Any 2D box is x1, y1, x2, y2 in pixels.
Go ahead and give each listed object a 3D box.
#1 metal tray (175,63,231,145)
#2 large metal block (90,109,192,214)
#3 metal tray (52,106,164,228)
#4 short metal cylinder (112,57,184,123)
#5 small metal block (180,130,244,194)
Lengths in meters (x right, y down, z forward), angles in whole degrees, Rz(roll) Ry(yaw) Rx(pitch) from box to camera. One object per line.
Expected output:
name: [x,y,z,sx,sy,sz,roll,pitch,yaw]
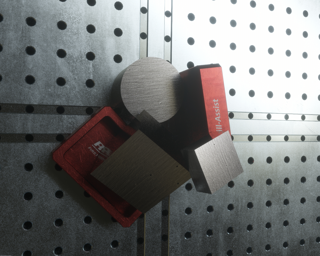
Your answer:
metal tray: [0.051,-0.010,0.398,0.030,0.090,0.129,-10,94,-20]
large metal block: [-0.019,0.040,0.360,0.080,0.050,0.080,41,112,-16]
metal tray: [-0.057,0.048,0.389,0.090,0.030,0.130,-45,104,-15]
short metal cylinder: [-0.016,-0.046,0.394,0.081,0.050,0.079,0,90,-21]
small metal block: [0.057,0.036,0.335,0.050,0.025,0.050,-27,100,-30]
